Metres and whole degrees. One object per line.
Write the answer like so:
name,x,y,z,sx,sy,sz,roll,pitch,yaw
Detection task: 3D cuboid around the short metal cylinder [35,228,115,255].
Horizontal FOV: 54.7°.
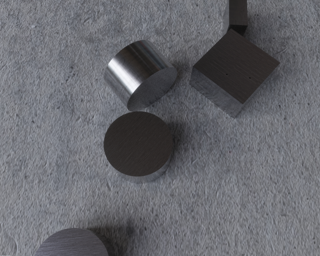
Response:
short metal cylinder,-0.091,0.152,0.339,0.081,0.050,0.080,0,70,0

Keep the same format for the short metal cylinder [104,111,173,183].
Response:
short metal cylinder,-0.025,0.026,0.385,0.081,0.050,0.080,0,70,0

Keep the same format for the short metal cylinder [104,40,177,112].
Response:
short metal cylinder,-0.025,-0.067,0.403,0.080,0.080,0.050,-36,74,-12

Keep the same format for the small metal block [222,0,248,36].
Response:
small metal block,0.108,-0.155,0.452,0.025,0.050,0.050,4,70,1

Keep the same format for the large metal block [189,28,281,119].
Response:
large metal block,0.099,-0.073,0.422,0.080,0.050,0.080,40,75,13
